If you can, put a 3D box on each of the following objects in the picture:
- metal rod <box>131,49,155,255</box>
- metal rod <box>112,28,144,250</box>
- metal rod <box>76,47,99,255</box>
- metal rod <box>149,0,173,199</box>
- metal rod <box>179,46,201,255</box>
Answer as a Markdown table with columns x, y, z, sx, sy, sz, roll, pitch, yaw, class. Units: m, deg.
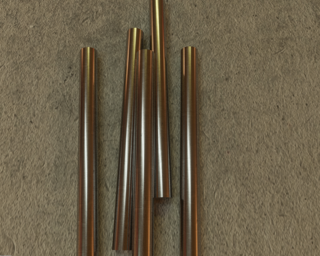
| x | y | z | sx | sy | sz | roll | pitch | yaw | class |
| --- | --- | --- | --- | --- | --- | --- | --- | --- | --- |
| -0.019 | 0.041 | 0.376 | 0.025 | 0.025 | 0.299 | 0 | 72 | 0 | metal rod |
| -0.040 | 0.000 | 0.407 | 0.025 | 0.025 | 0.299 | 1 | 70 | 0 | metal rod |
| -0.092 | 0.031 | 0.395 | 0.025 | 0.025 | 0.299 | -4 | 70 | -2 | metal rod |
| -0.001 | -0.055 | 0.428 | 0.025 | 0.025 | 0.299 | -1 | 70 | -1 | metal rod |
| 0.038 | 0.029 | 0.397 | 0.025 | 0.025 | 0.299 | 2 | 70 | 0 | metal rod |
